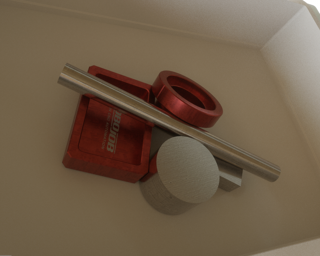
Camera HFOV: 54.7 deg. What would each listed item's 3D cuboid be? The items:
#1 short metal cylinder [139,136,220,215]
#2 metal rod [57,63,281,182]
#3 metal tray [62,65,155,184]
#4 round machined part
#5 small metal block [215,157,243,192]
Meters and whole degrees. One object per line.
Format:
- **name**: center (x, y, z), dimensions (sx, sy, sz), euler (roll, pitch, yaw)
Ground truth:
- **short metal cylinder**: center (0.022, 0.056, 0.366), dimensions (0.081, 0.050, 0.080), euler (14, 56, -21)
- **metal rod**: center (0.024, 0.001, 0.380), dimensions (0.302, 0.025, 0.025), euler (25, 53, -16)
- **metal tray**: center (-0.056, -0.007, 0.374), dimensions (0.091, 0.030, 0.130), euler (17, 55, -19)
- **round machined part**: center (0.031, -0.032, 0.415), dimensions (0.098, 0.042, 0.098), euler (26, 27, -14)
- **small metal block**: center (0.084, 0.051, 0.419), dimensions (0.050, 0.025, 0.050), euler (28, 52, -11)
